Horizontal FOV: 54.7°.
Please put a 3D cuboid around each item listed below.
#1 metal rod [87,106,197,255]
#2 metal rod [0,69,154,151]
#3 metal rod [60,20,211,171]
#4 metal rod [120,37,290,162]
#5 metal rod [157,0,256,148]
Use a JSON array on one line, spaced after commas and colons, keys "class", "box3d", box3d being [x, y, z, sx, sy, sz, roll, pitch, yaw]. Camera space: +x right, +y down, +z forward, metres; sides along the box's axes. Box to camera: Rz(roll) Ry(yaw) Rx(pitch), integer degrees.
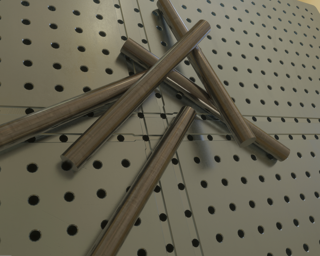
[{"class": "metal rod", "box3d": [-0.024, 0.075, 0.350, 0.025, 0.025, 0.301, 37, 51, -4]}, {"class": "metal rod", "box3d": [-0.116, -0.016, 0.356, 0.302, 0.025, 0.025, -29, 78, -38]}, {"class": "metal rod", "box3d": [-0.014, -0.061, 0.411, 0.025, 0.025, 0.301, 41, 59, -1]}, {"class": "metal rod", "box3d": [0.073, -0.040, 0.473, 0.301, 0.025, 0.025, 34, 51, -7]}, {"class": "metal rod", "box3d": [0.061, -0.101, 0.481, 0.025, 0.025, 0.299, -6, 58, -31]}]
